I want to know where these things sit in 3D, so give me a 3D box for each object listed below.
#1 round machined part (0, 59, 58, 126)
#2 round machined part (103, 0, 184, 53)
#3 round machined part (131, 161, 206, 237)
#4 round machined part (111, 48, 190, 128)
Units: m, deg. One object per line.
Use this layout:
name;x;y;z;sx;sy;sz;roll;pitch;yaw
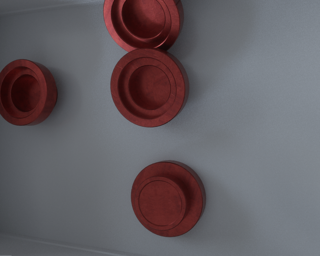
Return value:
round machined part;-0.197;-0.052;0.471;0.098;0.042;0.097;0;90;20
round machined part;-0.017;-0.143;0.391;0.098;0.042;0.097;10;131;12
round machined part;0.006;0.092;0.399;0.098;0.042;0.097;0;90;20
round machined part;-0.010;-0.053;0.397;0.098;0.042;0.097;5;106;18
